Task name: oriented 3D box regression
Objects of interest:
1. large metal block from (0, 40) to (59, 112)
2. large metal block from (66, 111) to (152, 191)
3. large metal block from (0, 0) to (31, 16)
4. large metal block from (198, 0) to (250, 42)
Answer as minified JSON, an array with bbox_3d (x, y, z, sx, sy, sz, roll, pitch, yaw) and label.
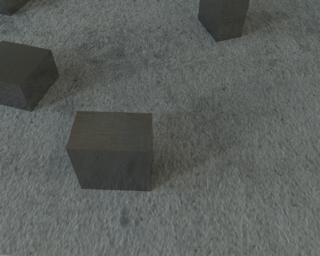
[{"bbox_3d":[-0.208,-0.077,0.449,0.080,0.050,0.080,13,51,10],"label":"large metal block"},{"bbox_3d":[-0.050,0.028,0.344,0.081,0.080,0.050,2,50,1],"label":"large metal block"},{"bbox_3d":[-0.313,-0.271,0.611,0.080,0.050,0.080,16,52,13],"label":"large metal block"},{"bbox_3d":[0.110,-0.213,0.548,0.050,0.080,0.080,-15,52,-12],"label":"large metal block"}]
